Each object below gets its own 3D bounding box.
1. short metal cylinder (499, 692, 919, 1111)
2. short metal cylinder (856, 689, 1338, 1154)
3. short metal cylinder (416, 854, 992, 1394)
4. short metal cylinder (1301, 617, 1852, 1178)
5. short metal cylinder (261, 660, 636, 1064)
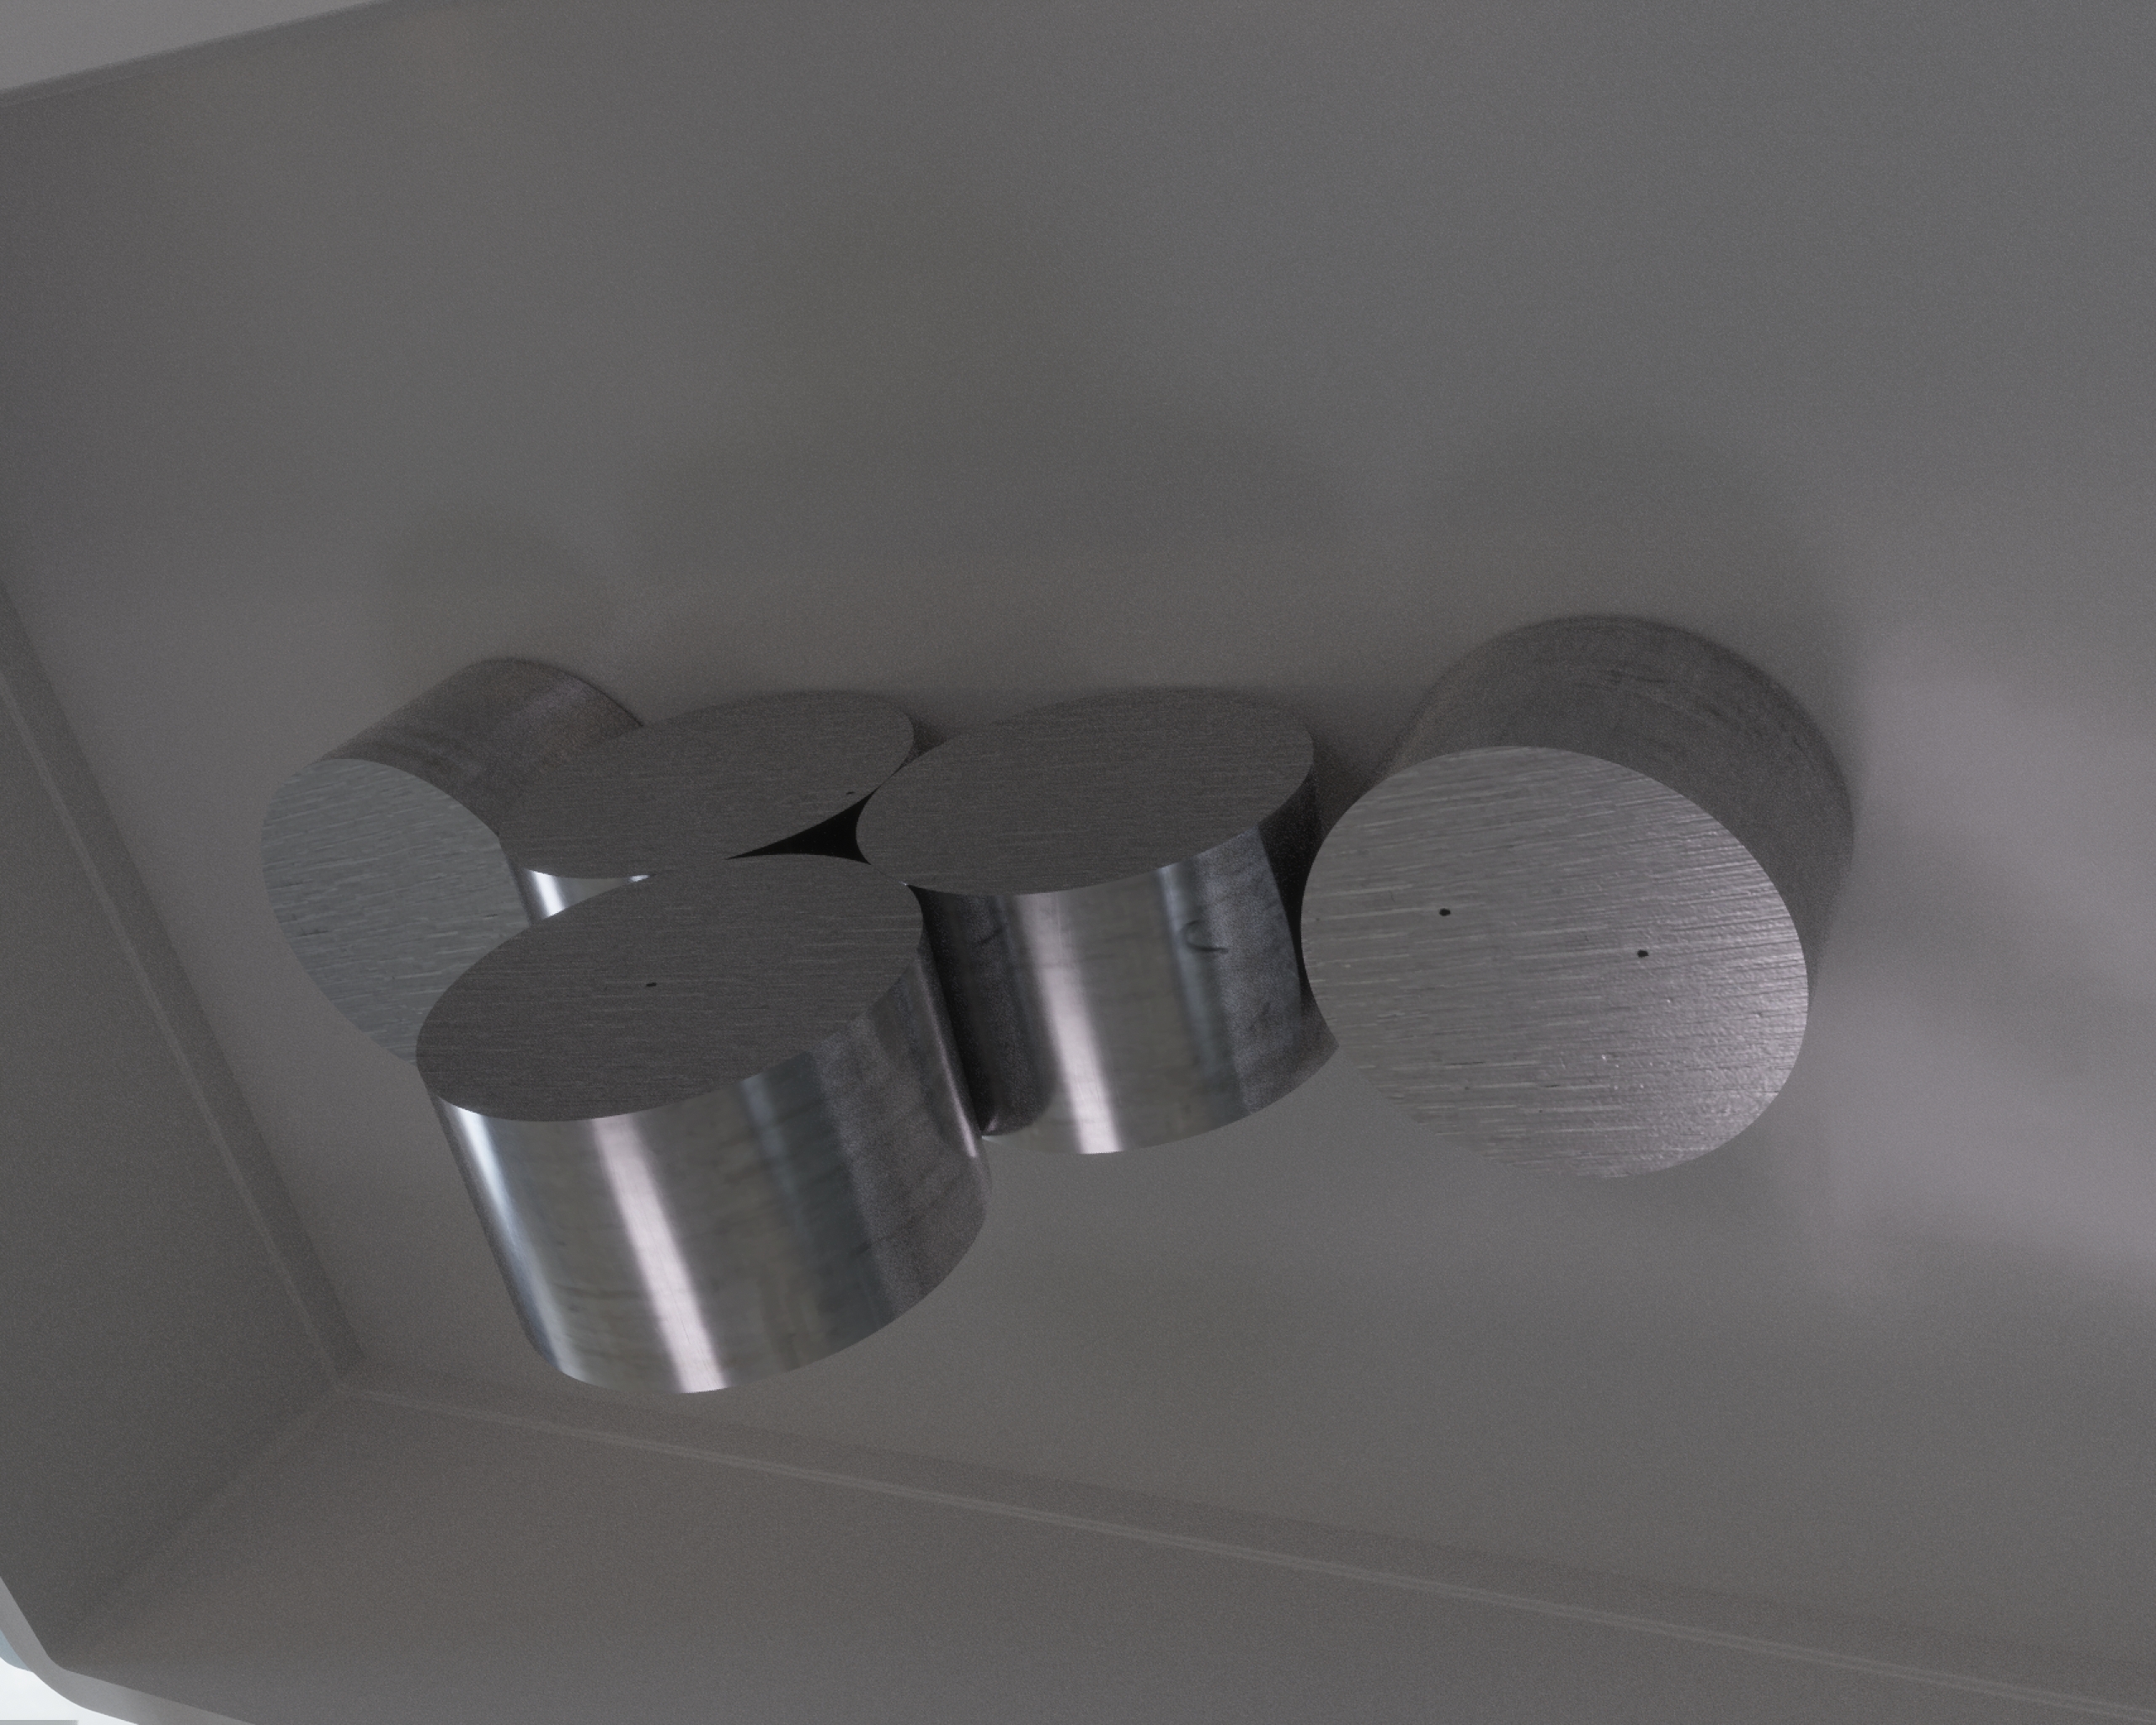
[{"bbox_3d":[-0.066,0.006,0.409,0.080,0.080,0.050,2,119,27],"label":"short metal cylinder"},{"bbox_3d":[0.006,0.008,0.373,0.080,0.080,0.050,2,119,27],"label":"short metal cylinder"},{"bbox_3d":[-0.059,0.039,0.338,0.080,0.080,0.050,2,119,27],"label":"short metal cylinder"},{"bbox_3d":[0.084,0.005,0.349,0.080,0.050,0.079,13,124,21],"label":"short metal cylinder"},{"bbox_3d":[-0.130,0.002,0.460,0.080,0.050,0.079,13,124,21],"label":"short metal cylinder"}]
